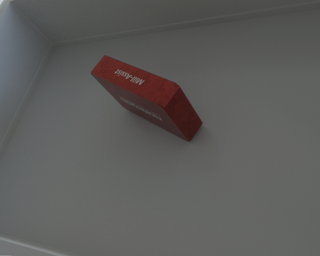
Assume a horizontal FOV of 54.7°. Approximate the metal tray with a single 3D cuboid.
[{"bbox_3d":[-0.017,-0.038,0.391,0.130,0.090,0.030,28,77,36],"label":"metal tray"}]
